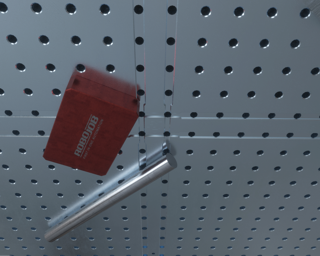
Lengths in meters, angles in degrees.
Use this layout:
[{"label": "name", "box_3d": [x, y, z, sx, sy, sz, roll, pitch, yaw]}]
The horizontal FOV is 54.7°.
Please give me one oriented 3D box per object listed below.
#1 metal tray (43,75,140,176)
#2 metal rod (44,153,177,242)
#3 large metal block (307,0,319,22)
[{"label": "metal tray", "box_3d": [-0.093, 0.003, 0.410, 0.091, 0.030, 0.129, 20, 127, -17]}, {"label": "metal rod", "box_3d": [-0.094, 0.125, 0.516, 0.299, 0.025, 0.025, -35, 122, 25]}, {"label": "large metal block", "box_3d": [0.199, -0.111, 0.284, 0.050, 0.080, 0.080, 34, 122, -26]}]
